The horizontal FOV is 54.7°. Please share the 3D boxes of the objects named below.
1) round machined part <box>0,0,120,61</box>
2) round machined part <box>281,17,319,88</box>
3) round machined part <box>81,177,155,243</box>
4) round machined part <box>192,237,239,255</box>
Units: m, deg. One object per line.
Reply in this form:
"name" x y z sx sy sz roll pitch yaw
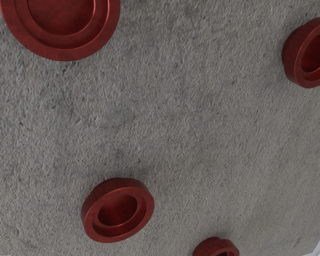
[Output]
"round machined part" -0.089 -0.113 0.277 0.099 0.042 0.097 -14 124 -21
"round machined part" 0.216 -0.110 0.446 0.099 0.042 0.097 -14 124 -21
"round machined part" -0.061 0.108 0.429 0.099 0.042 0.097 -14 124 -21
"round machined part" 0.103 0.254 0.609 0.099 0.042 0.097 -14 124 -21
